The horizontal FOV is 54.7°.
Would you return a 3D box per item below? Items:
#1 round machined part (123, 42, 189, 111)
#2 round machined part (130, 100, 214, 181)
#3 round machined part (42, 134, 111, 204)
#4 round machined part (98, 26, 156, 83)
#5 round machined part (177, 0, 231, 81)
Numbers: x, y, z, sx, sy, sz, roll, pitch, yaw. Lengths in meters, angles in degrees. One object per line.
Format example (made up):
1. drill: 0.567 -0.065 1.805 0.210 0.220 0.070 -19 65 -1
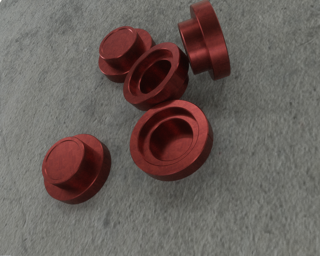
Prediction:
1. round machined part: 0.000 -0.064 0.421 0.098 0.042 0.098 -26 46 30
2. round machined part: 0.017 0.018 0.372 0.098 0.042 0.098 -13 56 20
3. round machined part: -0.120 0.051 0.423 0.098 0.042 0.098 -13 56 20
4. round machined part: -0.058 -0.124 0.498 0.098 0.042 0.098 -13 56 20
5. round machined part: 0.052 -0.105 0.390 0.042 0.098 0.098 -18 54 7
